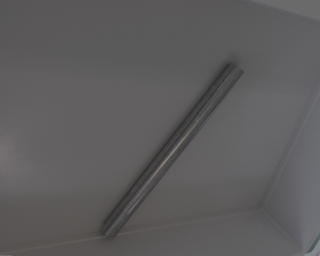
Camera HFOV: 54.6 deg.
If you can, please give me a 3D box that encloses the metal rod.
[{"bbox_3d":[0.014,0.037,0.438,0.025,0.025,0.299,31,101,-38],"label":"metal rod"}]
